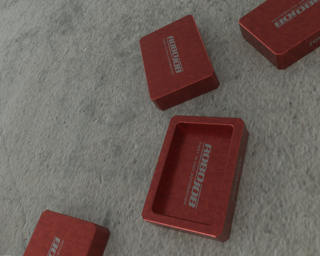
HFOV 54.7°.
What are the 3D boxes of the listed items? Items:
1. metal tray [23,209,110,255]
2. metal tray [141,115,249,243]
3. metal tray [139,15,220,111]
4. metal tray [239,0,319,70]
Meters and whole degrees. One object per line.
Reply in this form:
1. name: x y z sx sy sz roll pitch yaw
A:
1. metal tray: -0.122 0.170 0.359 0.090 0.030 0.130 5 64 30
2. metal tray: 0.042 0.050 0.347 0.090 0.030 0.130 4 63 29
3. metal tray: 0.024 -0.097 0.446 0.090 0.030 0.130 -22 54 14
4. metal tray: 0.180 -0.143 0.393 0.130 0.030 0.090 -34 52 5
